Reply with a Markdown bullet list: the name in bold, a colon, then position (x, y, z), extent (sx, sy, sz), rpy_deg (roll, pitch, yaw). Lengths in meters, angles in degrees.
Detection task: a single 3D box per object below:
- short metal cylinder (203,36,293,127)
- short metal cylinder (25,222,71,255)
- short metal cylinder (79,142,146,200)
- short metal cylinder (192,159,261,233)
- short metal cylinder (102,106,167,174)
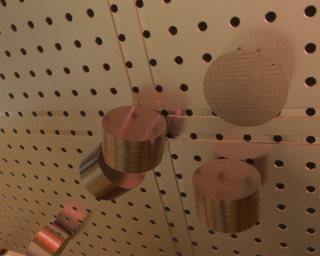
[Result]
- **short metal cylinder**: position (0.090, -0.048, 0.317), extent (0.080, 0.050, 0.079), rpy_deg (13, 124, 20)
- **short metal cylinder**: position (-0.230, 0.244, 0.645), extent (0.050, 0.080, 0.079), rpy_deg (33, 129, 6)
- **short metal cylinder**: position (-0.067, 0.057, 0.445), extent (0.080, 0.080, 0.050), rpy_deg (49, 129, -6)
- **short metal cylinder**: position (0.082, 0.081, 0.382), extent (0.080, 0.080, 0.050), rpy_deg (5, 121, 25)
- **short metal cylinder**: position (-0.034, 0.013, 0.400), extent (0.080, 0.080, 0.050), rpy_deg (19, 126, 17)
